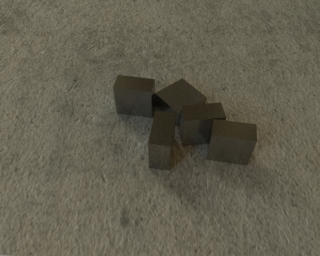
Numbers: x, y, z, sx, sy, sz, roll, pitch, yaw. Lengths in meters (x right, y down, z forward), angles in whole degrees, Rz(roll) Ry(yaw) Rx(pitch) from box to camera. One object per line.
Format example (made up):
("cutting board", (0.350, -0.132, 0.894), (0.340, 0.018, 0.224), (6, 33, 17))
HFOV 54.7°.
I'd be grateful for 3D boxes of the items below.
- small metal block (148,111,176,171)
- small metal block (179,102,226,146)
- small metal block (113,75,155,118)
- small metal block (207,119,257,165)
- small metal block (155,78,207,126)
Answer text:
("small metal block", (0.003, 0.016, 0.374), (0.025, 0.050, 0.050), (7, 50, 5))
("small metal block", (0.052, -0.004, 0.391), (0.050, 0.050, 0.025), (-6, 51, -5))
("small metal block", (-0.034, -0.042, 0.422), (0.050, 0.050, 0.025), (8, 51, 6))
("small metal block", (0.085, 0.018, 0.373), (0.050, 0.050, 0.025), (7, 51, 6))
("small metal block", (0.029, -0.037, 0.435), (0.050, 0.025, 0.050), (-31, 57, -24))
